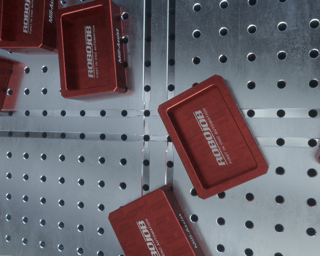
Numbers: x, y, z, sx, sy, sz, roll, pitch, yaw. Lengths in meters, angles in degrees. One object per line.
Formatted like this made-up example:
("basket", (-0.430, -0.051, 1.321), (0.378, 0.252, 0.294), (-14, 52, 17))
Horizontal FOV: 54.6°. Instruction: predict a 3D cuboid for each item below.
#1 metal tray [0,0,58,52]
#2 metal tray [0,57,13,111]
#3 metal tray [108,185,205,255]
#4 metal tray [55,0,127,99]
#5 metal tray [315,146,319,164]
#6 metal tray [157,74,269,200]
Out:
("metal tray", (-0.206, -0.187, 0.483), (0.090, 0.030, 0.129), (5, 92, 20))
("metal tray", (-0.318, -0.088, 0.523), (0.130, 0.030, 0.090), (19, 96, 19))
("metal tray", (-0.001, 0.153, 0.411), (0.090, 0.030, 0.130), (-30, 80, 17))
("metal tray", (-0.100, -0.110, 0.445), (0.090, 0.030, 0.129), (-5, 88, 20))
("metal tray", (0.247, 0.021, 0.323), (0.130, 0.030, 0.090), (23, 98, 18))
("metal tray", (0.065, 0.011, 0.387), (0.090, 0.030, 0.130), (-28, 81, 18))
